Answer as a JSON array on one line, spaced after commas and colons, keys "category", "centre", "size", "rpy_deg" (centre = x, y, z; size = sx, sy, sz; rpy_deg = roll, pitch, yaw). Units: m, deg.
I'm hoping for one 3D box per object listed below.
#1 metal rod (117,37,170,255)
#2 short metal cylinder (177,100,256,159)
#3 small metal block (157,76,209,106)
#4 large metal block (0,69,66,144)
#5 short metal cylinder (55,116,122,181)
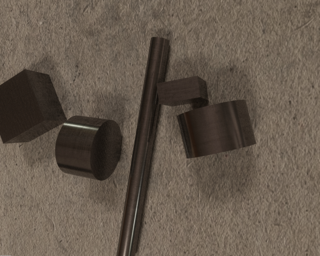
[{"category": "metal rod", "centre": [-0.023, 0.030, 0.416], "size": [0.025, 0.025, 0.298], "rpy_deg": [10, 93, 19]}, {"category": "short metal cylinder", "centre": [0.064, 0.002, 0.357], "size": [0.080, 0.080, 0.050], "rpy_deg": [-14, 86, 19]}, {"category": "small metal block", "centre": [0.029, -0.044, 0.385], "size": [0.050, 0.050, 0.025], "rpy_deg": [-8, 88, 19]}, {"category": "large metal block", "centre": [-0.199, -0.030, 0.464], "size": [0.080, 0.050, 0.080], "rpy_deg": [-26, 82, 18]}, {"category": "short metal cylinder", "centre": [-0.092, 0.026, 0.411], "size": [0.050, 0.080, 0.079], "rpy_deg": [8, 93, 19]}]
